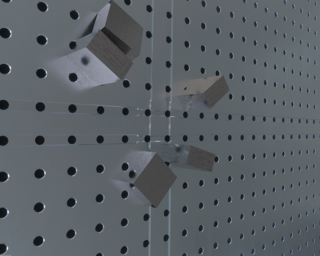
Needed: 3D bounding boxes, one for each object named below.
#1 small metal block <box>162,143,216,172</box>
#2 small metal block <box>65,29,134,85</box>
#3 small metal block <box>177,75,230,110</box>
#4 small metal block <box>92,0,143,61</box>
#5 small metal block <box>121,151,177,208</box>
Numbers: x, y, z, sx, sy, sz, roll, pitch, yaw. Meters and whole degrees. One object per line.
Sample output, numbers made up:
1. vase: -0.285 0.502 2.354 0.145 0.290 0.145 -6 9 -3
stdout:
1. small metal block: 0.038 0.041 0.424 0.050 0.050 0.025 21 77 -38
2. small metal block: -0.066 -0.074 0.337 0.050 0.050 0.025 42 65 -32
3. small metal block: 0.062 -0.050 0.444 0.050 0.050 0.025 -42 116 -32
4. small metal block: -0.048 -0.109 0.356 0.050 0.025 0.050 34 44 -35
5. small metal block: -0.013 0.066 0.398 0.050 0.025 0.050 52 60 -27
